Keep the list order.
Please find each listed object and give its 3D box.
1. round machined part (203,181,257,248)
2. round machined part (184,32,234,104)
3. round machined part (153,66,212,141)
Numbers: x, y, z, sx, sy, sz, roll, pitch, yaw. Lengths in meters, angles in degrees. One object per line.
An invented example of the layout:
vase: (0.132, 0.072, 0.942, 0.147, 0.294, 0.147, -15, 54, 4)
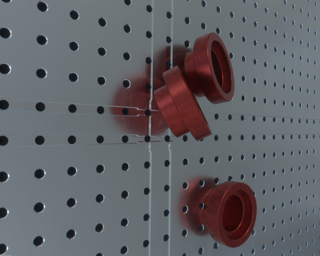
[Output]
round machined part: (0.106, 0.131, 0.485, 0.099, 0.042, 0.097, 0, 90, -40)
round machined part: (0.068, -0.081, 0.440, 0.098, 0.042, 0.098, 27, 57, -53)
round machined part: (0.026, -0.027, 0.396, 0.042, 0.098, 0.098, -27, 114, 10)
